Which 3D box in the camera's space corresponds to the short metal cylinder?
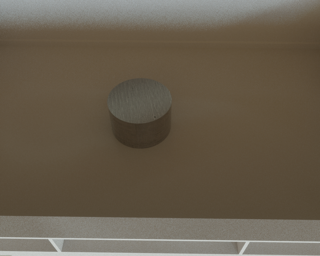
[{"bbox_3d":[-0.025,-0.020,0.406,0.080,0.050,0.080,0,50,0],"label":"short metal cylinder"}]
